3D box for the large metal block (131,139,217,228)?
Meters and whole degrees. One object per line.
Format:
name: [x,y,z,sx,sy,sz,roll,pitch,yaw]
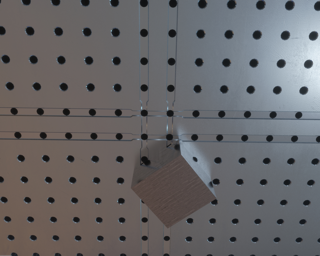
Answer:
large metal block: [0.018,0.077,0.428,0.080,0.050,0.080,-35,107,12]
